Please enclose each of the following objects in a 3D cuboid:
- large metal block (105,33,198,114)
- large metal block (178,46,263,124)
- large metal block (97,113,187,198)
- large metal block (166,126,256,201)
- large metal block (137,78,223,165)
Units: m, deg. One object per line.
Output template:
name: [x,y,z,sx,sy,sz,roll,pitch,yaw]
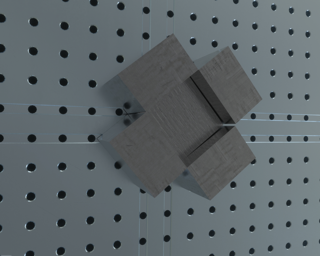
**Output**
large metal block: [-0.014,-0.062,0.378,0.080,0.080,0.050,-40,103,-15]
large metal block: [0.073,-0.052,0.410,0.050,0.080,0.080,-41,103,-16]
large metal block: [-0.025,0.030,0.374,0.050,0.080,0.080,-41,103,-15]
large metal block: [0.061,0.041,0.407,0.080,0.080,0.050,-39,103,-16]
large metal block: [0.020,-0.011,0.405,0.080,0.050,0.080,-40,101,-14]
